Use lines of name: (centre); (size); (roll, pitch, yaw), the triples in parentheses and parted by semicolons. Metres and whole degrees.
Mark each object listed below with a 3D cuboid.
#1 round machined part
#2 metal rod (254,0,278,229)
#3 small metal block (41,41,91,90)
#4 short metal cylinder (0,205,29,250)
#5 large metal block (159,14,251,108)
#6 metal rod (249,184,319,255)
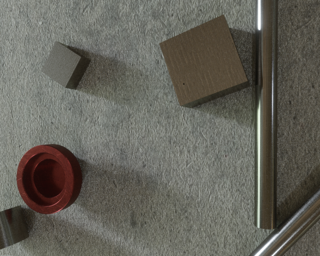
round machined part: (-0.155, 0.072, 0.453); (0.098, 0.042, 0.097); (0, 90, 19)
metal rod: (0.125, -0.034, 0.364); (0.025, 0.025, 0.298); (0, 90, 19)
small metal block: (-0.139, -0.092, 0.456); (0.050, 0.025, 0.050); (34, 101, 16)
short metal cylinder: (-0.245, 0.153, 0.464); (0.080, 0.080, 0.050); (-20, 84, 18)
large metal block: (0.056, -0.076, 0.376); (0.080, 0.050, 0.080); (-20, 84, 18)
metal rod: (0.143, 0.127, 0.358); (0.025, 0.025, 0.299); (42, 103, 15)
